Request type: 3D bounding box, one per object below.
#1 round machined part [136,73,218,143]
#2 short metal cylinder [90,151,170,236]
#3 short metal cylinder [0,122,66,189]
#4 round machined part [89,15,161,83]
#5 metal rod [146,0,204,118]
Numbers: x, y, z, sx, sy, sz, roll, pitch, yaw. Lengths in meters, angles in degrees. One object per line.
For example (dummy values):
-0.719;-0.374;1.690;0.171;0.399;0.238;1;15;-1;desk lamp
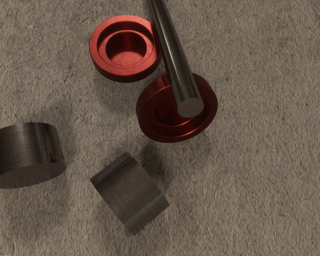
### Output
0.018;-0.030;0.386;0.099;0.097;0.042;-14;46;-5;round machined part
-0.034;0.073;0.352;0.050;0.080;0.080;-38;75;-13;short metal cylinder
-0.157;0.034;0.365;0.081;0.080;0.050;-18;71;-7;short metal cylinder
-0.047;-0.106;0.437;0.099;0.042;0.098;0;70;-1;round machined part
0.006;-0.125;0.392;0.025;0.025;0.300;-9;47;-4;metal rod
